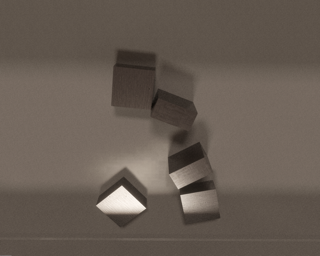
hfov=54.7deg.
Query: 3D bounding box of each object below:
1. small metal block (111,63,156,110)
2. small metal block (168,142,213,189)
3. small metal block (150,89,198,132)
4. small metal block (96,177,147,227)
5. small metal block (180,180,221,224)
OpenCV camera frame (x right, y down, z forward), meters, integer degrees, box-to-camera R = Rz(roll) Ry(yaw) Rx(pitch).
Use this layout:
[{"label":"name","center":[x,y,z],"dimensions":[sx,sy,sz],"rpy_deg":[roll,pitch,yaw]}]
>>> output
[{"label":"small metal block","center":[-0.033,-0.053,0.392],"dimensions":[0.050,0.025,0.050],"rpy_deg":[6,110,-3]},{"label":"small metal block","center":[0.039,0.049,0.417],"dimensions":[0.050,0.050,0.025],"rpy_deg":[-27,108,9]},{"label":"small metal block","center":[0.016,-0.024,0.389],"dimensions":[0.050,0.050,0.025],"rpy_deg":[20,109,-8]},{"label":"small metal block","center":[-0.055,0.108,0.450],"dimensions":[0.050,0.025,0.050],"rpy_deg":[-39,106,13]},{"label":"small metal block","center":[0.058,0.108,0.452],"dimensions":[0.050,0.025,0.050],"rpy_deg":[-11,110,3]}]
